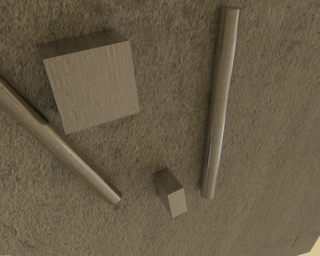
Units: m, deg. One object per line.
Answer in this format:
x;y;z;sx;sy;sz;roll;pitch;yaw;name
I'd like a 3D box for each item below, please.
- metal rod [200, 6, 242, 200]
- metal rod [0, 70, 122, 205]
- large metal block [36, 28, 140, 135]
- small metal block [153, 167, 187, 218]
0.082;-0.015;0.444;0.025;0.025;0.298;-13;124;-22;metal rod
-0.128;0.001;0.337;0.025;0.025;0.299;-37;130;-4;metal rod
-0.072;-0.050;0.321;0.081;0.050;0.079;-18;126;-18;large metal block
0.015;0.095;0.460;0.025;0.050;0.050;-22;127;-16;small metal block
